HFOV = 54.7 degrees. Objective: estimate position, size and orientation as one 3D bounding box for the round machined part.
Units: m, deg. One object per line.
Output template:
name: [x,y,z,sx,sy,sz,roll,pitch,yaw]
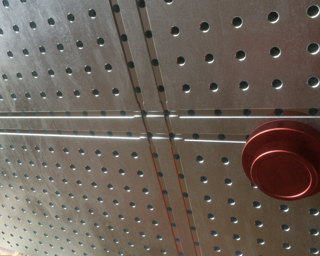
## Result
round machined part: [0.142,0.043,0.352,0.098,0.042,0.097,13,124,21]
